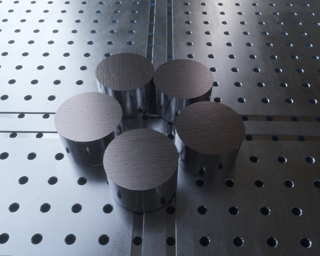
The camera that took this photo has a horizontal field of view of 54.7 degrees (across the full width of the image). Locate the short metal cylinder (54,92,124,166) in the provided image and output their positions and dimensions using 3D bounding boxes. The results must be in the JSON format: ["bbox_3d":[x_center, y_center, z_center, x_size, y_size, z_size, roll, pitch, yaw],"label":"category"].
[{"bbox_3d":[-0.086,0.000,0.390,0.081,0.050,0.080,0,50,0],"label":"short metal cylinder"}]

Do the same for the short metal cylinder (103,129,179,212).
[{"bbox_3d":[-0.020,0.047,0.350,0.080,0.050,0.080,0,50,1],"label":"short metal cylinder"}]

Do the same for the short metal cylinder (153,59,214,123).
[{"bbox_3d":[0.031,-0.051,0.433,0.081,0.050,0.080,0,50,0],"label":"short metal cylinder"}]

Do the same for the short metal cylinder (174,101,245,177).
[{"bbox_3d":[0.058,0.013,0.379,0.081,0.050,0.080,0,51,0],"label":"short metal cylinder"}]

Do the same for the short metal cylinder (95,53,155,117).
[{"bbox_3d":[-0.048,-0.063,0.443,0.081,0.050,0.080,0,50,0],"label":"short metal cylinder"}]
